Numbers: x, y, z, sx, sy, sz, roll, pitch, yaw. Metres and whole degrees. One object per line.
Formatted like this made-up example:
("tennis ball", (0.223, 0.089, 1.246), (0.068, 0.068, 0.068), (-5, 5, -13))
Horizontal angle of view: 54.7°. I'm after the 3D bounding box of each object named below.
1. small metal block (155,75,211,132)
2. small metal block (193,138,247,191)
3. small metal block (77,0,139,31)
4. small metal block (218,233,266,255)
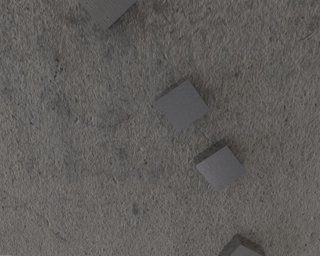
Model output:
("small metal block", (0.029, -0.031, 0.398), (0.050, 0.025, 0.050), (-34, 107, 11))
("small metal block", (0.083, 0.051, 0.429), (0.050, 0.025, 0.050), (-36, 107, 12))
("small metal block", (-0.061, -0.148, 0.354), (0.050, 0.025, 0.050), (-39, 106, 13))
("small metal block", (0.128, 0.201, 0.485), (0.050, 0.025, 0.050), (30, 107, -11))
